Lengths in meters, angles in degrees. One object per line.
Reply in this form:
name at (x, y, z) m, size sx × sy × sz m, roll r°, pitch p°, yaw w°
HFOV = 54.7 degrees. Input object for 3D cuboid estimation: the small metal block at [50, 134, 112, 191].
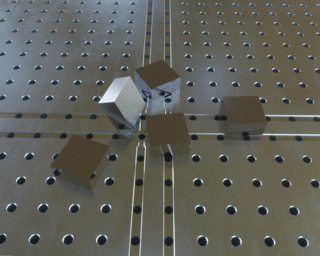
small metal block at (-0.093, 0.040, 0.372) m, size 0.050 × 0.025 × 0.050 m, roll 17°, pitch 52°, yaw 13°

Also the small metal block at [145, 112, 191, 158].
small metal block at (0.009, 0.008, 0.401) m, size 0.050 × 0.025 × 0.050 m, roll -6°, pitch 50°, yaw -6°

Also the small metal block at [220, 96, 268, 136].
small metal block at (0.113, -0.017, 0.424) m, size 0.050 × 0.025 × 0.050 m, roll -2°, pitch 50°, yaw -2°

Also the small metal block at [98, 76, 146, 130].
small metal block at (-0.049, -0.033, 0.414) m, size 0.025 × 0.050 × 0.050 m, roll -2°, pitch 45°, yaw 30°

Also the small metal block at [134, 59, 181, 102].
small metal block at (-0.004, -0.073, 0.469) m, size 0.050 × 0.025 × 0.050 m, roll -25°, pitch 55°, yaw -20°
